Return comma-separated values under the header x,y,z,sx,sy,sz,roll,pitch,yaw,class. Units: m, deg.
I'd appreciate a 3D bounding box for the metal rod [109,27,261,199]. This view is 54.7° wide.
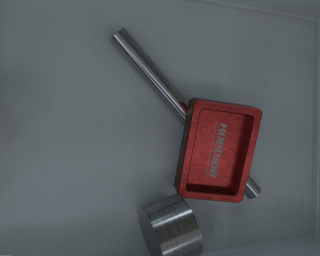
x,y,z,sx,sy,sz,roll,pitch,yaw,class
0.043,-0.011,0.427,0.025,0.025,0.300,-46,105,-14,metal rod

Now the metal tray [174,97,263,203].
x,y,z,sx,sy,sz,roll,pitch,yaw,class
0.075,0.030,0.411,0.091,0.030,0.129,7,102,-9,metal tray

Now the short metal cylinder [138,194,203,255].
x,y,z,sx,sy,sz,roll,pitch,yaw,class
0.011,0.129,0.387,0.050,0.080,0.080,-17,96,-19,short metal cylinder
